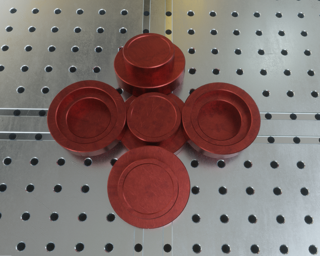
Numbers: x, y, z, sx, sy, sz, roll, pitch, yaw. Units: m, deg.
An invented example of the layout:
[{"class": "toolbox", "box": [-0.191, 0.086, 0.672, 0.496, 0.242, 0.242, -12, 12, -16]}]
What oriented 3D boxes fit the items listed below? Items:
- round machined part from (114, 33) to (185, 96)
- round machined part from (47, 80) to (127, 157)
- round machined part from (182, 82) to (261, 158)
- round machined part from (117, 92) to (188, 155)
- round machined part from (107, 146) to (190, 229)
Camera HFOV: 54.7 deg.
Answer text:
[{"class": "round machined part", "box": [-0.014, -0.092, 0.424, 0.099, 0.042, 0.098, -1, 56, 1]}, {"class": "round machined part", "box": [-0.091, -0.010, 0.405, 0.099, 0.042, 0.098, 0, 70, -1]}, {"class": "round machined part", "box": [0.077, -0.007, 0.406, 0.099, 0.042, 0.098, 0, 70, -1]}, {"class": "round machined part", "box": [-0.008, -0.008, 0.404, 0.099, 0.042, 0.098, 0, 70, -1]}, {"class": "round machined part", "box": [-0.013, 0.069, 0.365, 0.099, 0.042, 0.097, 0, 85, 0]}]
